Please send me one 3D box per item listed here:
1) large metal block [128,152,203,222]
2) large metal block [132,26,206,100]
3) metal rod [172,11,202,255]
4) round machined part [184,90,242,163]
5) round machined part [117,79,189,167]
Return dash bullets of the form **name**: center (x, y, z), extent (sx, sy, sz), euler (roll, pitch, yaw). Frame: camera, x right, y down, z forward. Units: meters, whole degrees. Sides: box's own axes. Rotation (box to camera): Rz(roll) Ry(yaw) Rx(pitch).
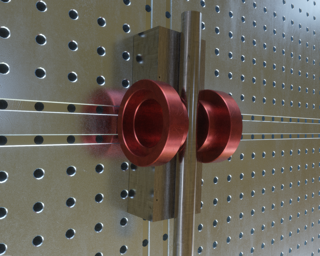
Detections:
- **large metal block**: center (0.008, 0.069, 0.399), extent (0.081, 0.050, 0.080), euler (4, 88, -40)
- **large metal block**: center (0.012, -0.078, 0.403), extent (0.081, 0.050, 0.080), euler (3, 88, -40)
- **metal rod**: center (0.033, 0.012, 0.371), extent (0.025, 0.025, 0.298), euler (3, 88, -40)
- **round machined part**: center (0.057, -0.002, 0.409), extent (0.042, 0.098, 0.097), euler (2, 89, -35)
- **round machined part**: center (-0.005, -0.005, 0.356), extent (0.042, 0.098, 0.097), euler (3, 89, -40)
